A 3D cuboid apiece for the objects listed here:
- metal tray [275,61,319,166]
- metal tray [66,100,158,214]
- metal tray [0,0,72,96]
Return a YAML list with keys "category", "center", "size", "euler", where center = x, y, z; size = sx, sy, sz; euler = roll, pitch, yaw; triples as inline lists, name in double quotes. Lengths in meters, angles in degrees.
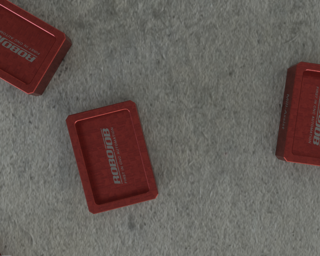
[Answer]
- category: "metal tray"
  center: [0.211, -0.016, 0.410]
  size: [0.091, 0.030, 0.129]
  euler: [8, 90, -1]
- category: "metal tray"
  center: [-0.061, 0.037, 0.406]
  size: [0.091, 0.030, 0.129]
  euler: [-14, 90, -1]
- category: "metal tray"
  center: [-0.196, -0.111, 0.404]
  size: [0.130, 0.030, 0.090]
  euler: [30, 90, -1]
